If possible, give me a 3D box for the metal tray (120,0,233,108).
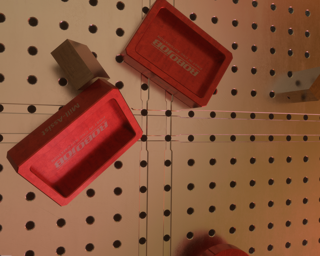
[{"bbox_3d":[0.025,-0.097,0.418,0.130,0.030,0.090,33,79,-17],"label":"metal tray"}]

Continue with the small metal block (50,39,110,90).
[{"bbox_3d":[-0.090,-0.071,0.358,0.025,0.050,0.050,-36,89,12],"label":"small metal block"}]

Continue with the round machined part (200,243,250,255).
[{"bbox_3d":[0.084,0.211,0.435,0.099,0.042,0.097,0,90,-20],"label":"round machined part"}]

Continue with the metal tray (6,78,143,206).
[{"bbox_3d":[-0.088,0.017,0.351,0.130,0.030,0.090,-43,140,-15],"label":"metal tray"}]

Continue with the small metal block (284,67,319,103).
[{"bbox_3d":[0.234,-0.068,0.485,0.025,0.050,0.050,44,76,-15],"label":"small metal block"}]
